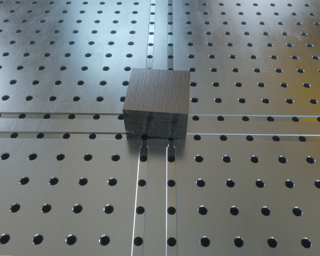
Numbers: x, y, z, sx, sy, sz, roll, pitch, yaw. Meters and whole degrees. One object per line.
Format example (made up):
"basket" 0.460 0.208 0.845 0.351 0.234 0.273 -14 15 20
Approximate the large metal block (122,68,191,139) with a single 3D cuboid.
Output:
"large metal block" -0.002 -0.034 0.420 0.080 0.050 0.080 4 50 3
